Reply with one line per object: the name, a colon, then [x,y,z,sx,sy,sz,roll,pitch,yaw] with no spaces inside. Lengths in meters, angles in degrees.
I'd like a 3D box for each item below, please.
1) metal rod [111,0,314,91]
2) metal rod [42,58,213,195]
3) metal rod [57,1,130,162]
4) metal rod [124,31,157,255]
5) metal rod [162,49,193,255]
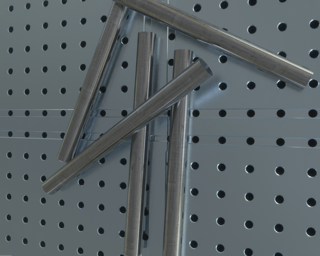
metal rod: [0.040,-0.125,0.383,0.301,0.025,0.025,29,100,11]
metal rod: [-0.058,0.011,0.410,0.299,0.025,0.025,-36,79,25]
metal rod: [-0.086,-0.090,0.443,0.025,0.025,0.299,25,98,18]
metal rod: [-0.027,0.022,0.422,0.025,0.025,0.298,4,91,20]
metal rod: [0.022,0.050,0.405,0.025,0.025,0.298,4,91,20]
